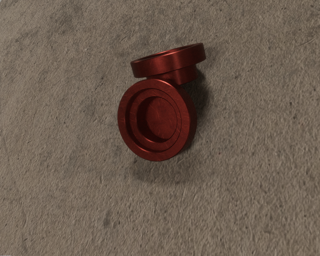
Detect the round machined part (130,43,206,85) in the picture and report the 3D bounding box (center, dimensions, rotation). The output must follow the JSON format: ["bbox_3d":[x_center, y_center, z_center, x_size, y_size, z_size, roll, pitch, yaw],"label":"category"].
[{"bbox_3d":[0.014,-0.080,0.413,0.098,0.042,0.098,-14,16,4],"label":"round machined part"}]

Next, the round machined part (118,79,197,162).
[{"bbox_3d":[0.000,-0.011,0.379,0.098,0.042,0.097,5,101,28],"label":"round machined part"}]
